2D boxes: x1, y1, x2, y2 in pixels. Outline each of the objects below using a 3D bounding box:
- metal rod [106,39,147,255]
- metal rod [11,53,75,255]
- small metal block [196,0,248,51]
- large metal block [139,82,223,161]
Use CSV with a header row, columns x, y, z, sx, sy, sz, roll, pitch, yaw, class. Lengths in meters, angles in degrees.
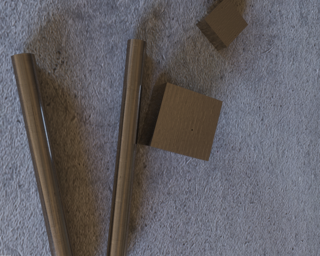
x,y,z,sx,sy,sz,roll,pitch,yaw,class
-0.043,0.038,0.393,0.025,0.025,0.298,6,88,-20,metal rod
-0.130,0.065,0.361,0.025,0.025,0.298,-11,94,-20,metal rod
0.089,-0.148,0.443,0.050,0.025,0.050,46,75,-15,small metal block
0.026,-0.007,0.407,0.081,0.050,0.080,16,85,-20,large metal block
